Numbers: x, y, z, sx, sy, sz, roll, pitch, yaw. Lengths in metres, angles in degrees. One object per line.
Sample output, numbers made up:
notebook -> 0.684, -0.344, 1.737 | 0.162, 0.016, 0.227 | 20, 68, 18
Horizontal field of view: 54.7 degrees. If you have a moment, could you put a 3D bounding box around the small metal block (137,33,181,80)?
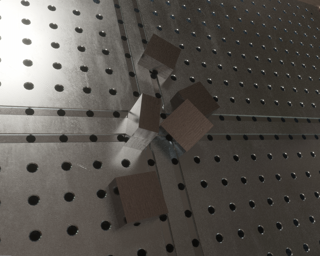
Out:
small metal block -> 0.000, -0.110, 0.477 | 0.050, 0.025, 0.050 | 28, 52, -11

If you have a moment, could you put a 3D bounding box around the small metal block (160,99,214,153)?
small metal block -> 0.035, -0.002, 0.416 | 0.050, 0.025, 0.050 | -43, 87, -8

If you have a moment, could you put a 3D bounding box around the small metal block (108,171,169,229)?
small metal block -> -0.025, 0.079, 0.348 | 0.050, 0.025, 0.050 | -5, 64, -31

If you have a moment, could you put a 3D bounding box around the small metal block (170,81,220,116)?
small metal block -> 0.052, -0.036, 0.460 | 0.050, 0.025, 0.050 | -29, 78, -38

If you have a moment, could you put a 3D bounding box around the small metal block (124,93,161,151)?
small metal block -> -0.022, -0.007, 0.386 | 0.025, 0.050, 0.050 | 17, 55, -19
